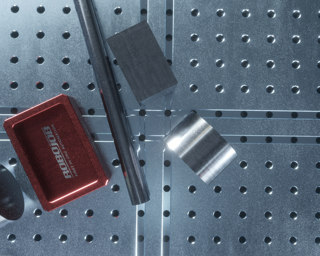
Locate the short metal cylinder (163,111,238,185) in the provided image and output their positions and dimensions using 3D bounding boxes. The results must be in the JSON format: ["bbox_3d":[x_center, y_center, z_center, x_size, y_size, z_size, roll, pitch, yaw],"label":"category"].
[{"bbox_3d":[0.050,0.025,0.387,0.050,0.080,0.080,-45,91,0],"label":"short metal cylinder"}]

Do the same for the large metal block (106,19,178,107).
[{"bbox_3d":[-0.020,-0.075,0.386,0.050,0.080,0.080,-27,90,0],"label":"large metal block"}]

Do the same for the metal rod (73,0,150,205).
[{"bbox_3d":[-0.067,-0.045,0.412,0.025,0.025,0.298,-16,90,0],"label":"metal rod"}]

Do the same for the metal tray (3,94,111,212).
[{"bbox_3d":[-0.133,0.032,0.409,0.090,0.030,0.129,-25,90,-1],"label":"metal tray"}]

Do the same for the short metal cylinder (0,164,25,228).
[{"bbox_3d":[-0.215,0.088,0.383,0.050,0.080,0.080,-27,90,0],"label":"short metal cylinder"}]
